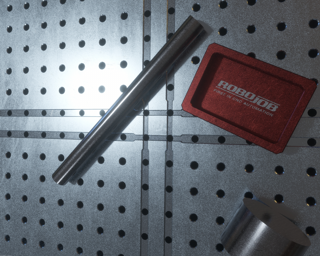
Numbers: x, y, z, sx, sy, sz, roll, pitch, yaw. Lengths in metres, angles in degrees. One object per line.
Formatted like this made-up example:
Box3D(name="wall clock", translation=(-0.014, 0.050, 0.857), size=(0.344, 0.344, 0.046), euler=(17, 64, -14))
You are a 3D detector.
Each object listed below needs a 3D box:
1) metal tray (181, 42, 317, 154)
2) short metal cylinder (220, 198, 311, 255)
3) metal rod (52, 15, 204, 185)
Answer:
Box3D(name="metal tray", translation=(0.103, -0.037, 0.373), size=(0.130, 0.030, 0.090), euler=(27, 99, 17))
Box3D(name="short metal cylinder", translation=(0.115, 0.122, 0.343), size=(0.080, 0.080, 0.050), euler=(32, 101, 17))
Box3D(name="metal rod", translation=(-0.052, -0.029, 0.430), size=(0.025, 0.025, 0.299), euler=(46, 104, 14))
